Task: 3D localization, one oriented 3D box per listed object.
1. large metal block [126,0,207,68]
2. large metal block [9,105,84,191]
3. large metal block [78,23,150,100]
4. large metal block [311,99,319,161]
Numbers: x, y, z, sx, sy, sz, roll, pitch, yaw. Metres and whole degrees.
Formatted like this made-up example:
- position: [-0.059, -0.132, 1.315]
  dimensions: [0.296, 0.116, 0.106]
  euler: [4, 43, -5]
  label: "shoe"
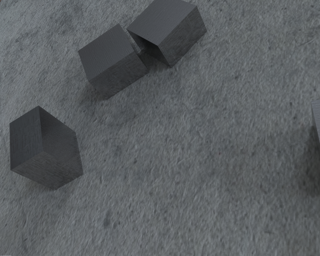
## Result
- position: [0.010, -0.150, 0.473]
  dimensions: [0.080, 0.050, 0.080]
  euler: [-47, 52, -5]
  label: "large metal block"
- position: [-0.158, 0.029, 0.431]
  dimensions: [0.050, 0.080, 0.080]
  euler: [-30, 52, 9]
  label: "large metal block"
- position: [-0.074, -0.105, 0.490]
  dimensions: [0.080, 0.050, 0.080]
  euler: [-32, 52, 7]
  label: "large metal block"
- position: [0.189, 0.014, 0.280]
  dimensions: [0.080, 0.050, 0.080]
  euler: [-9, 58, 23]
  label: "large metal block"
